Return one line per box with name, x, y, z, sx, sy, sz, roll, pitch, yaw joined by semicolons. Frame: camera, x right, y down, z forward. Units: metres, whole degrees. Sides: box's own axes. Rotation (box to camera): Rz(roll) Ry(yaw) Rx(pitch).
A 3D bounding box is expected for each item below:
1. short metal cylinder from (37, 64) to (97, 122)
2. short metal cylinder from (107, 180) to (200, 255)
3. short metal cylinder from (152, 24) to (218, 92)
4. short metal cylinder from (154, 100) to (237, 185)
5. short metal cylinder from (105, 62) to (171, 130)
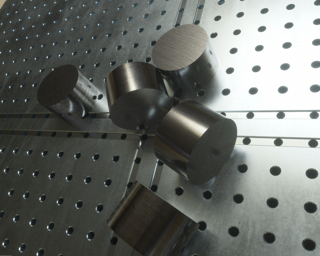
short metal cylinder;-0.151;-0.057;0.506;0.080;0.050;0.080;-13;56;21
short metal cylinder;-0.007;0.097;0.317;0.080;0.080;0.050;28;77;37
short metal cylinder;0.036;-0.097;0.433;0.080;0.050;0.080;-13;56;21
short metal cylinder;0.040;0.016;0.342;0.050;0.080;0.080;33;80;38
short metal cylinder;-0.030;-0.041;0.414;0.080;0.080;0.050;-26;53;12
